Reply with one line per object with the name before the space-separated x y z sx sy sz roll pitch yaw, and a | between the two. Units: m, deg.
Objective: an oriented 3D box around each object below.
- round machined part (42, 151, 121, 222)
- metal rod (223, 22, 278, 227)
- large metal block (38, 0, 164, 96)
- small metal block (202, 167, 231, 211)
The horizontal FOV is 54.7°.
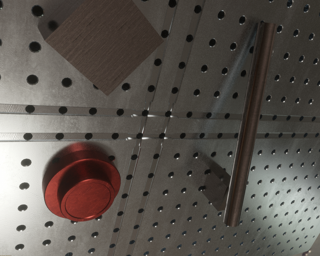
round machined part | -0.097 0.081 0.399 0.099 0.042 0.097 -14 125 -21
metal rod | 0.127 0.005 0.446 0.025 0.025 0.298 -2 107 -28
large metal block | -0.058 -0.093 0.307 0.080 0.050 0.080 -44 130 2
small metal block | 0.099 0.100 0.514 0.025 0.050 0.050 -2 119 -28
